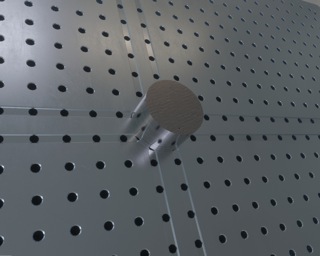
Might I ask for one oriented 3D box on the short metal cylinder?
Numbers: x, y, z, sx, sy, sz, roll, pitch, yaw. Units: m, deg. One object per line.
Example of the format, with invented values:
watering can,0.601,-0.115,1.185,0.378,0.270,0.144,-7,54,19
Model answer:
short metal cylinder,0.009,-0.016,0.406,0.081,0.050,0.080,14,56,-21
